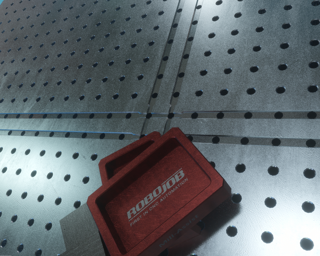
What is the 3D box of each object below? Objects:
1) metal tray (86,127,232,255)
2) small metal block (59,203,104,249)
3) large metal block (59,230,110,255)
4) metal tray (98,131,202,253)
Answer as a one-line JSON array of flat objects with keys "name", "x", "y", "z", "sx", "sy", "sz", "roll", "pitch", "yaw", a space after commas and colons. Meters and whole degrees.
[{"name": "metal tray", "x": -0.005, "y": 0.071, "z": 0.323, "sx": 0.130, "sy": 0.030, "sz": 0.090, "roll": -40, "pitch": 51, "yaw": 0}, {"name": "small metal block", "x": -0.090, "y": 0.124, "z": 0.378, "sx": 0.050, "sy": 0.025, "sz": 0.050, "roll": -35, "pitch": 52, "yaw": 5}, {"name": "large metal block", "x": -0.073, "y": 0.169, "z": 0.325, "sx": 0.080, "sy": 0.050, "sz": 0.080, "roll": -34, "pitch": 52, "yaw": 6}, {"name": "metal tray", "x": -0.017, "y": 0.077, "z": 0.365, "sx": 0.090, "sy": 0.030, "sz": 0.130, "roll": -28, "pitch": 52, "yaw": 10}]
